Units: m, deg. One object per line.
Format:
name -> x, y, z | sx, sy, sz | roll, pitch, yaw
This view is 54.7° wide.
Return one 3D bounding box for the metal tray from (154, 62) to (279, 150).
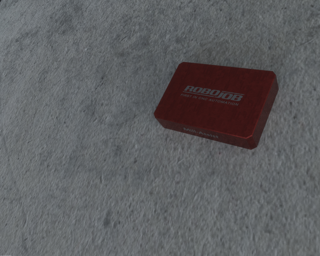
metal tray -> 0.067, -0.033, 0.385 | 0.130, 0.030, 0.090 | 14, 69, 33
